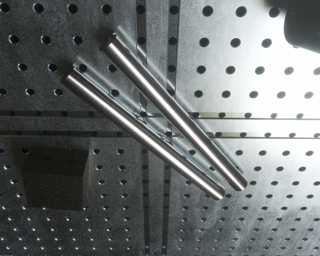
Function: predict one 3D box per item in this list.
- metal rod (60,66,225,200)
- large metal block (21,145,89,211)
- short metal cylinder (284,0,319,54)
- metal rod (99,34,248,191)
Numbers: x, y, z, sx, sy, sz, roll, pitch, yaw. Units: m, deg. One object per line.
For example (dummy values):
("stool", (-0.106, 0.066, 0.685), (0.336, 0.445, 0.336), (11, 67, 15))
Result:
("metal rod", (-0.006, 0.022, 0.430), (0.025, 0.025, 0.301), (-35, 122, 26))
("large metal block", (-0.150, 0.076, 0.458), (0.081, 0.050, 0.079), (7, 130, -6))
("short metal cylinder", (0.161, -0.108, 0.285), (0.050, 0.080, 0.079), (14, 129, -12))
("metal rod", (0.035, -0.001, 0.410), (0.025, 0.025, 0.300), (-30, 124, 23))
